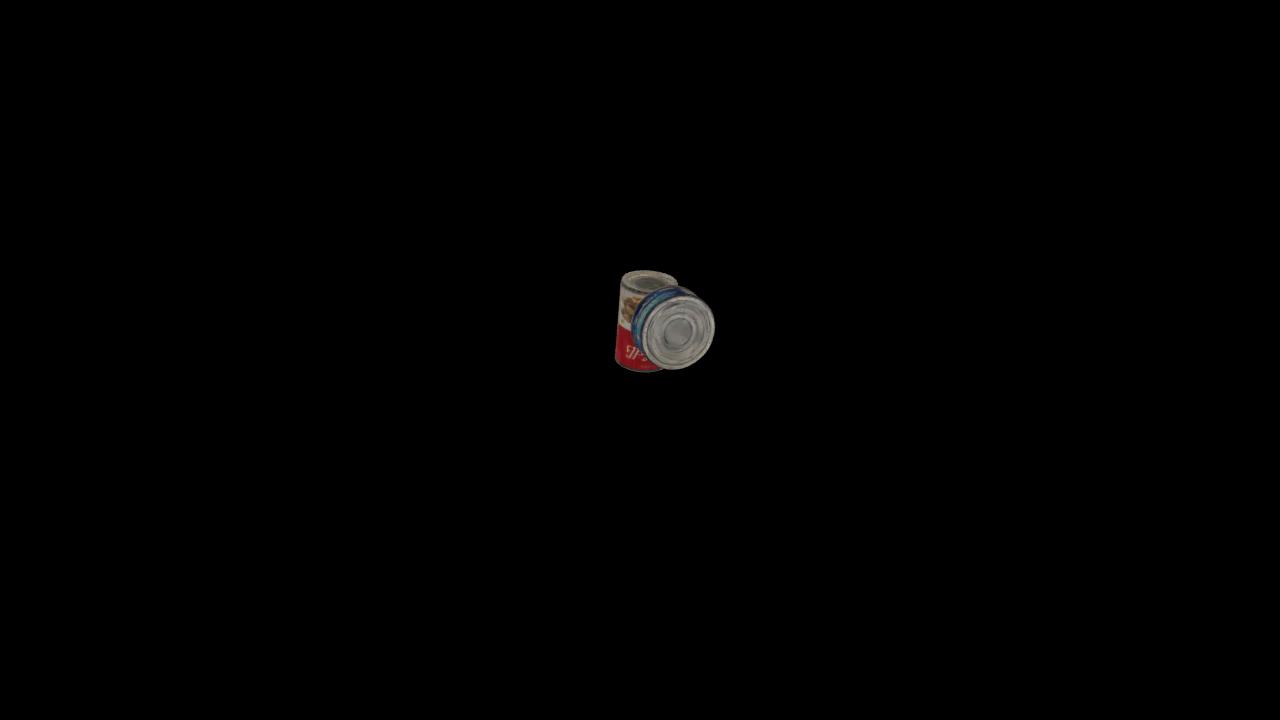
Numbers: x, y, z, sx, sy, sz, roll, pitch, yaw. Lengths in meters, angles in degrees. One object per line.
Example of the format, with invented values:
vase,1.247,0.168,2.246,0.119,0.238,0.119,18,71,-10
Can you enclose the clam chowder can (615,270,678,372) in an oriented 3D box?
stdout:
clam chowder can,0.007,-0.046,0.717,0.068,0.102,0.068,4,29,-2

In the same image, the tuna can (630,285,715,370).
tuna can,0.034,-0.032,0.635,0.084,0.084,0.034,0,23,-20
